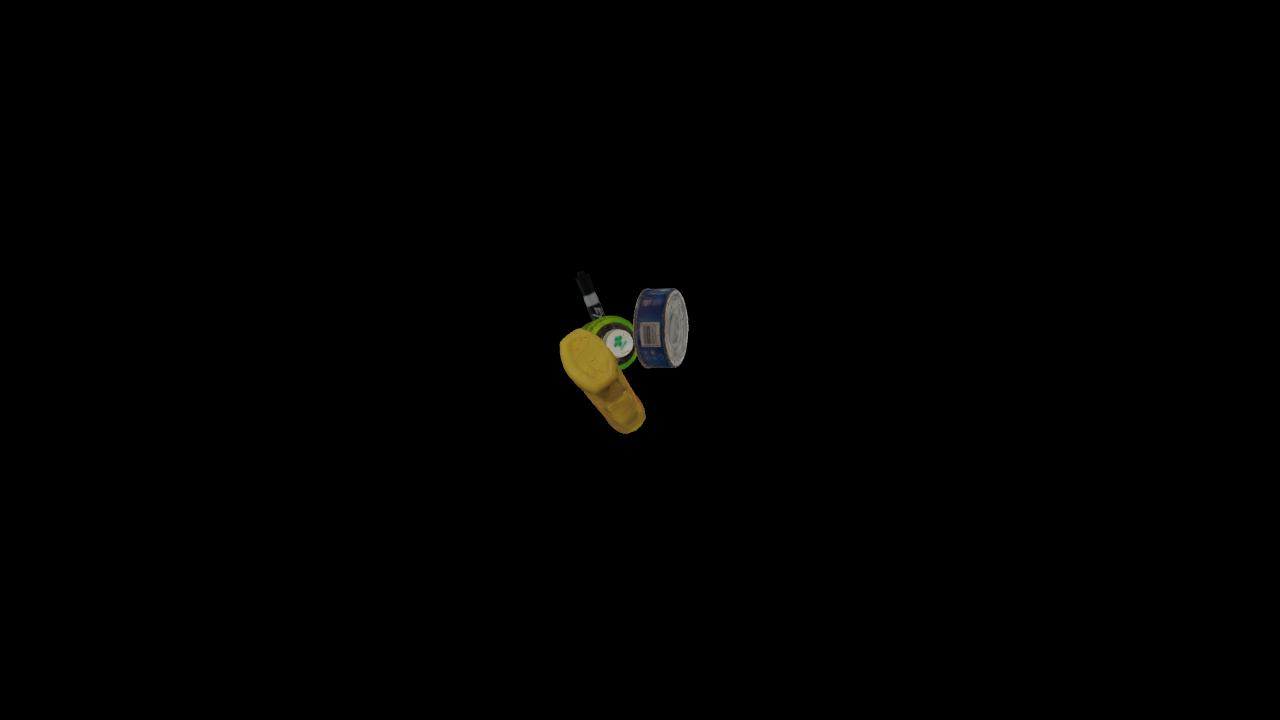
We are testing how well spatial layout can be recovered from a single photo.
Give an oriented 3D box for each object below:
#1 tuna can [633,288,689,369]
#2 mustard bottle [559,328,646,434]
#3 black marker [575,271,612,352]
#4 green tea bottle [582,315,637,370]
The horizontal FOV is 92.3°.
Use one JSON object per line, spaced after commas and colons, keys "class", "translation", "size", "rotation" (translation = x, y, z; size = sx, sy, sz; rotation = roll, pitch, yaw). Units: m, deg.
{"class": "tuna can", "translation": [0.023, -0.033, 0.637], "size": [0.034, 0.084, 0.084], "rotation": [0, 0, 22]}
{"class": "mustard bottle", "translation": [-0.033, 0.042, 0.737], "size": [0.092, 0.054, 0.184], "rotation": [44, -9, 33]}
{"class": "black marker", "translation": [-0.051, -0.053, 0.757], "size": [0.020, 0.121, 0.020], "rotation": [-19, 20, 7]}
{"class": "green tea bottle", "translation": [-0.040, -0.019, 0.768], "size": [0.073, 0.073, 0.212], "rotation": [0, 3, -11]}
